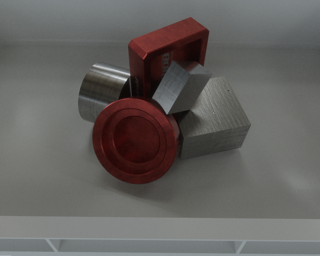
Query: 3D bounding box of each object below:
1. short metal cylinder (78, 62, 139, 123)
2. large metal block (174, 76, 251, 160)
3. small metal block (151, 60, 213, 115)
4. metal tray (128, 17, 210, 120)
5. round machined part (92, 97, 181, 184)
[{"bbox_3d":[-0.061,-0.040,0.400,0.050,0.080,0.080,18,52,14],"label":"short metal cylinder"},{"bbox_3d":[0.055,-0.014,0.389,0.081,0.050,0.080,-11,56,-10],"label":"large metal block"},{"bbox_3d":[0.024,-0.045,0.336,0.025,0.050,0.050,42,29,21],"label":"small metal block"},{"bbox_3d":[0.010,-0.062,0.387,0.091,0.129,0.030,-28,57,-22],"label":"metal tray"},{"bbox_3d":[-0.024,0.012,0.358,0.098,0.097,0.042,16,16,12],"label":"round machined part"}]
